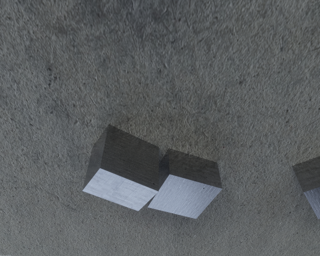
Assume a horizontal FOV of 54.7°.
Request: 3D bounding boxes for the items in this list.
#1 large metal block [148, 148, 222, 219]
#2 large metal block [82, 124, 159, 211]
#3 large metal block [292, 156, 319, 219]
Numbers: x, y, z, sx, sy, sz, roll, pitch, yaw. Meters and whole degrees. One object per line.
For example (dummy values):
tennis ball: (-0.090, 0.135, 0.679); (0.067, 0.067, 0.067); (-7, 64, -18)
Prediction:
large metal block: (0.034, 0.085, 0.463); (0.081, 0.050, 0.079); (18, 128, -15)
large metal block: (-0.049, 0.053, 0.415); (0.080, 0.080, 0.050); (26, 125, -21)
large metal block: (0.258, 0.084, 0.465); (0.080, 0.050, 0.080); (-26, 126, 20)
